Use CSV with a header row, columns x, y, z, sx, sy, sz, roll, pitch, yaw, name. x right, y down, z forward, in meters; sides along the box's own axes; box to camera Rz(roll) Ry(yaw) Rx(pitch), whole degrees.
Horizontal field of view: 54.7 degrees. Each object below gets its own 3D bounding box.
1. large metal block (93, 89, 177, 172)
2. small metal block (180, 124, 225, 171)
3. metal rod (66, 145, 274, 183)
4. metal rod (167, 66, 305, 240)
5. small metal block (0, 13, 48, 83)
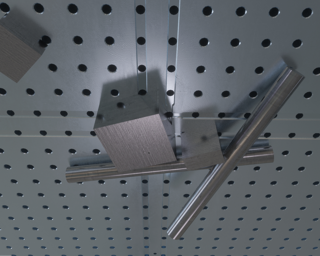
x,y,z,sx,sy,sz,roll,pitch,yaw,name
-0.028,0.006,0.400,0.080,0.050,0.080,-13,129,10,large metal block
0.057,0.026,0.418,0.050,0.050,0.025,-15,129,12,small metal block
0.011,0.054,0.457,0.302,0.025,0.025,-7,130,5,metal rod
0.090,0.050,0.424,0.025,0.025,0.298,21,117,-18,metal rod
-0.161,-0.086,0.337,0.050,0.025,0.050,-36,122,26,small metal block
